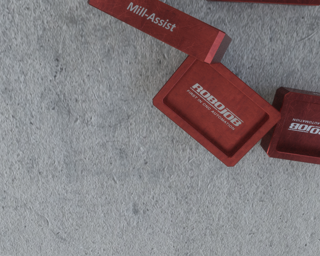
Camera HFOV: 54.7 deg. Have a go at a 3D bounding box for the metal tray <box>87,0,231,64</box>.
[{"bbox_3d":[0.005,-0.108,0.315,0.130,0.090,0.030,29,108,9],"label":"metal tray"}]

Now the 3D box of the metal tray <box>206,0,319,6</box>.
[{"bbox_3d":[0.118,-0.185,0.340,0.131,0.030,0.089,2,110,-1],"label":"metal tray"}]

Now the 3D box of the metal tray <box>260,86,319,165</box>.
[{"bbox_3d":[0.211,0.001,0.409,0.131,0.030,0.089,9,110,-4],"label":"metal tray"}]

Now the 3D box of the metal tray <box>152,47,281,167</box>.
[{"bbox_3d":[0.068,-0.026,0.383,0.130,0.030,0.090,40,105,-1],"label":"metal tray"}]
